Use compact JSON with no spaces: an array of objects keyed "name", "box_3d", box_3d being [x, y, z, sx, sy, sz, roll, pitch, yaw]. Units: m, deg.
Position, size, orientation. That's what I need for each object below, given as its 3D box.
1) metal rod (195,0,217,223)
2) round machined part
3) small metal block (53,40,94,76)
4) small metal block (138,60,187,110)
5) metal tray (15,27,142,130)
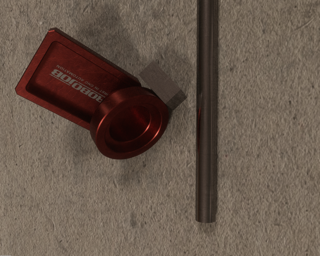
[{"name":"metal rod","box_3d":[0.058,-0.034,0.387,0.025,0.025,0.298,0,90,19]},{"name":"round machined part","box_3d":[-0.041,-0.011,0.390,0.098,0.098,0.042,-51,49,13]},{"name":"small metal block","box_3d":[-0.119,-0.094,0.436,0.025,0.050,0.050,-33,80,16]},{"name":"small metal block","box_3d":[0.005,-0.052,0.392,0.025,0.050,0.050,-43,77,6]},{"name":"metal tray","box_3d":[-0.101,-0.055,0.399,0.131,0.030,0.090,30,103,-25]}]
